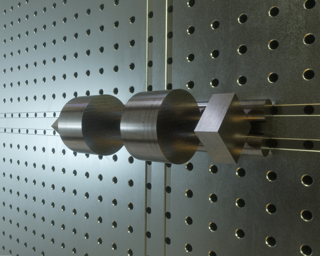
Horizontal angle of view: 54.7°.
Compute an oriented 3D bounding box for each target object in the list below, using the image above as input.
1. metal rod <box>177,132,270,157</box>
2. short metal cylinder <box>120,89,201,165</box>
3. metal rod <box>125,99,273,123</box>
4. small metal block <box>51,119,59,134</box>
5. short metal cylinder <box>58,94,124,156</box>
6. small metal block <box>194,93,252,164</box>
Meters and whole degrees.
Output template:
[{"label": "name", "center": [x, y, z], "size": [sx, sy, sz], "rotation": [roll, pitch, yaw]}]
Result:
[{"label": "metal rod", "center": [-0.006, 0.014, 0.415], "size": [0.300, 0.025, 0.025], "rotation": [1, 91, 40]}, {"label": "short metal cylinder", "center": [0.003, -0.002, 0.342], "size": [0.050, 0.081, 0.079], "rotation": [1, 91, 40]}, {"label": "metal rod", "center": [-0.004, -0.020, 0.413], "size": [0.300, 0.025, 0.025], "rotation": [1, 91, 40]}, {"label": "small metal block", "center": [-0.125, -0.004, 0.467], "size": [0.025, 0.050, 0.050], "rotation": [1, 49, 40]}, {"label": "short metal cylinder", "center": [-0.087, -0.004, 0.417], "size": [0.050, 0.081, 0.079], "rotation": [1, 91, 40]}, {"label": "small metal block", "center": [0.065, 0.001, 0.310], "size": [0.025, 0.050, 0.050], "rotation": [1, 50, 40]}]
